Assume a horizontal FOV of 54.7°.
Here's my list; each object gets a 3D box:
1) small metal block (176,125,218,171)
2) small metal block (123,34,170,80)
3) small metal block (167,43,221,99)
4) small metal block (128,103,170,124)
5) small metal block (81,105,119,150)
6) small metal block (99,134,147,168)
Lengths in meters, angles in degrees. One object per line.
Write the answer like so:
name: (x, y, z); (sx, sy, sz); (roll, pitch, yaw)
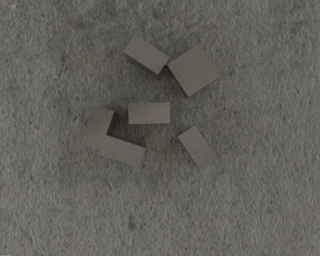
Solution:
small metal block: (0.046, 0.024, 0.398); (0.025, 0.050, 0.050); (-33, 90, 0)
small metal block: (-0.016, -0.089, 0.397); (0.050, 0.050, 0.025); (33, 90, -1)
small metal block: (0.044, -0.074, 0.411); (0.050, 0.025, 0.050); (-34, 90, 0)
small metal block: (-0.013, -0.018, 0.397); (0.050, 0.050, 0.025); (-1, 90, -1)
small metal block: (-0.075, -0.001, 0.397); (0.025, 0.050, 0.050); (19, 90, 0)
small metal block: (-0.045, 0.028, 0.397); (0.050, 0.050, 0.025); (19, 90, -1)
